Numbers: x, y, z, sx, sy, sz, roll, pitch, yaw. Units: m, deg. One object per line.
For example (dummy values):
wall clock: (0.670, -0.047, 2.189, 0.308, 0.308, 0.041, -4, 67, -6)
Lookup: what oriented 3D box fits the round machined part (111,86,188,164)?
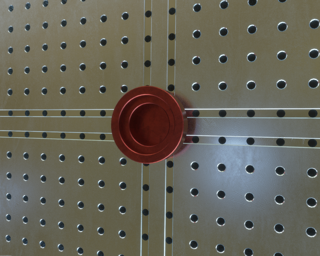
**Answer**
round machined part: (-0.011, -0.004, 0.407, 0.098, 0.042, 0.097, 0, 90, 20)
